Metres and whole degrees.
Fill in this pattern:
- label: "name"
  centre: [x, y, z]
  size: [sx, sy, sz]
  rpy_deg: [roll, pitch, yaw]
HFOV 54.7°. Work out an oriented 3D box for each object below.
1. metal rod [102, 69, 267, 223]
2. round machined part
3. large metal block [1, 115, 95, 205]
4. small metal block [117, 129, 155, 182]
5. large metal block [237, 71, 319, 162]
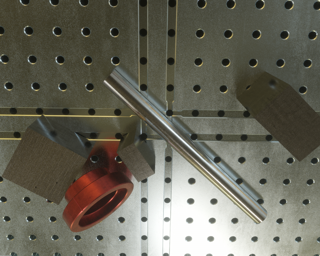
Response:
- label: "metal rod"
  centre: [0.043, 0.033, 0.425]
  size: [0.300, 0.025, 0.025]
  rpy_deg: [43, 105, -14]
- label: "round machined part"
  centre: [-0.087, 0.091, 0.417]
  size: [0.098, 0.098, 0.042]
  rpy_deg: [-49, 68, 15]
- label: "large metal block"
  centre: [-0.147, 0.042, 0.414]
  size: [0.080, 0.050, 0.080]
  rpy_deg: [31, 107, -11]
- label: "small metal block"
  centre: [-0.030, 0.036, 0.413]
  size: [0.025, 0.050, 0.050]
  rpy_deg: [-30, 108, 10]
- label: "large metal block"
  centre: [0.149, -0.017, 0.379]
  size: [0.080, 0.080, 0.050]
  rpy_deg: [41, 105, -14]
